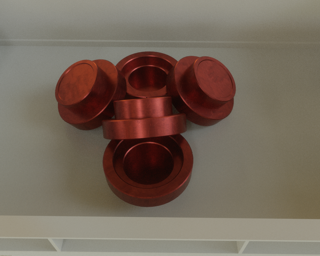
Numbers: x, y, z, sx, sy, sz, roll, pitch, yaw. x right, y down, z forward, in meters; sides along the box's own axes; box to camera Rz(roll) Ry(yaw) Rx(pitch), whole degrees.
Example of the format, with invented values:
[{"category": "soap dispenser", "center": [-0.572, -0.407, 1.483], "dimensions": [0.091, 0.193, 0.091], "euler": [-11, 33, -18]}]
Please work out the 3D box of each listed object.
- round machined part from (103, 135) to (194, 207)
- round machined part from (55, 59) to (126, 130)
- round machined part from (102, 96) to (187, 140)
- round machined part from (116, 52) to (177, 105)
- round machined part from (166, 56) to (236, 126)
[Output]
[{"category": "round machined part", "center": [-0.013, 0.045, 0.353], "dimensions": [0.099, 0.042, 0.098], "euler": [0, 50, 0]}, {"category": "round machined part", "center": [-0.097, -0.050, 0.405], "dimensions": [0.098, 0.042, 0.098], "euler": [-13, 60, 24]}, {"category": "round machined part", "center": [-0.019, -0.014, 0.366], "dimensions": [0.099, 0.098, 0.042], "euler": [-5, 95, -4]}, {"category": "round machined part", "center": [-0.016, -0.063, 0.443], "dimensions": [0.099, 0.042, 0.098], "euler": [0, 50, 0]}, {"category": "round machined part", "center": [0.061, -0.055, 0.409], "dimensions": [0.099, 0.042, 0.098], "euler": [15, 58, -26]}]
